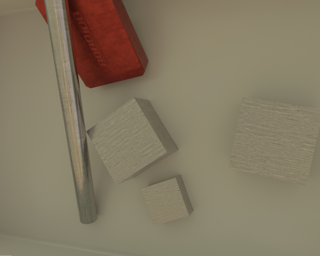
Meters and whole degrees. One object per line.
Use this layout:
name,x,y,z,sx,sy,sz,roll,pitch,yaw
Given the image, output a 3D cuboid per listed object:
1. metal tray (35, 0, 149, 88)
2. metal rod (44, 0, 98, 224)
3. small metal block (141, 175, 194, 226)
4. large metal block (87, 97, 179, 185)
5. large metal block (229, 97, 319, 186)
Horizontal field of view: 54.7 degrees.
metal tray,-0.081,-0.118,0.393,0.090,0.030,0.130,-11,129,19
metal rod,-0.109,-0.007,0.392,0.025,0.025,0.298,6,113,19
small metal block,0.010,0.094,0.406,0.050,0.025,0.050,-21,83,18
large metal block,-0.035,0.017,0.409,0.080,0.050,0.080,-34,79,16
large metal block,0.129,0.013,0.352,0.080,0.050,0.079,12,94,19
